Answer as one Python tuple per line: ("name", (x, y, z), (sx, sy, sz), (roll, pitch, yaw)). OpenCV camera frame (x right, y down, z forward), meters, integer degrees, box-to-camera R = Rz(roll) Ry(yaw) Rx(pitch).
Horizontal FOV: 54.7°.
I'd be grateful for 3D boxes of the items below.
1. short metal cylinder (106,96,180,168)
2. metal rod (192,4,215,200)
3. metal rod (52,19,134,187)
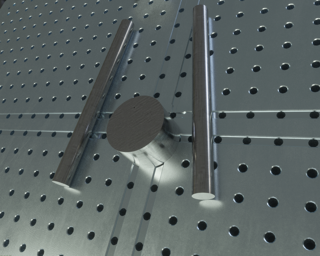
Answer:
("short metal cylinder", (-0.021, 0.005, 0.400), (0.080, 0.050, 0.080), (-13, 56, 21))
("metal rod", (0.055, -0.055, 0.412), (0.025, 0.025, 0.299), (-10, 57, 23))
("metal rod", (-0.098, -0.053, 0.492), (0.025, 0.025, 0.300), (3, 63, 29))
